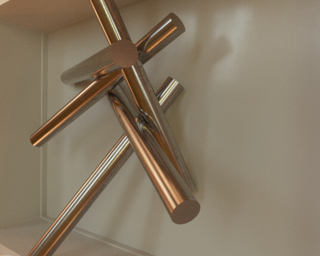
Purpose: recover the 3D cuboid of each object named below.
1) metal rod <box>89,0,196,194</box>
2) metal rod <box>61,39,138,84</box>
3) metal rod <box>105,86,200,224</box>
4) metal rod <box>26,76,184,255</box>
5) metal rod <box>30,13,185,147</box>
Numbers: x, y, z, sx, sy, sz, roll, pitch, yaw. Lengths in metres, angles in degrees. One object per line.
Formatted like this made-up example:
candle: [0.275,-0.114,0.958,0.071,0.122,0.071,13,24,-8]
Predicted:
metal rod: [-0.026,-0.056,0.350,0.025,0.025,0.299,-14,106,39]
metal rod: [-0.096,-0.077,0.409,0.299,0.025,0.025,10,97,64]
metal rod: [-0.033,-0.006,0.361,0.025,0.025,0.300,-65,32,19]
metal rod: [-0.072,0.060,0.389,0.025,0.025,0.300,37,89,33]
metal rod: [-0.088,-0.047,0.414,0.299,0.025,0.025,-32,70,32]
